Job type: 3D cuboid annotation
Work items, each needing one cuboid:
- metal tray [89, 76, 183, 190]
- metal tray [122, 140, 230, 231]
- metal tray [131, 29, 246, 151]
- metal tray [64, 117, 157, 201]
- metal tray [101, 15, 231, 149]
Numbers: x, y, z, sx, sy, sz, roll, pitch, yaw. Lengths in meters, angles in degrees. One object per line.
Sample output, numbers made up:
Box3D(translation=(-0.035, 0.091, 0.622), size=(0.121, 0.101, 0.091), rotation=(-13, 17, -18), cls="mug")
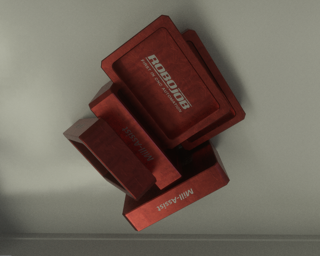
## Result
Box3D(translation=(-0.024, 0.002, 0.374), size=(0.030, 0.090, 0.130), rotation=(-35, 107, 12), cls="metal tray")
Box3D(translation=(0.017, 0.068, 0.400), size=(0.130, 0.090, 0.030), rotation=(-31, 108, 10), cls="metal tray")
Box3D(translation=(0.036, -0.046, 0.392), size=(0.090, 0.030, 0.130), rotation=(-32, 106, 12), cls="metal tray")
Box3D(translation=(-0.065, 0.032, 0.366), size=(0.030, 0.130, 0.090), rotation=(-44, 107, -17), cls="metal tray")
Box3D(translation=(0.008, -0.050, 0.356), size=(0.090, 0.030, 0.130), rotation=(-35, 106, 12), cls="metal tray")
